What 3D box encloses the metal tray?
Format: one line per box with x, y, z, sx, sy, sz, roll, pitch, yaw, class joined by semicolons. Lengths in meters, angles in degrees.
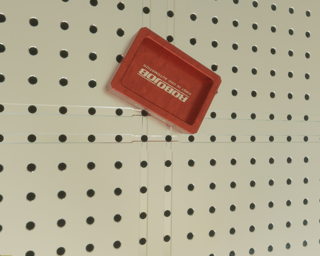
0.008;-0.059;0.412;0.131;0.030;0.090;29;80;-18;metal tray
